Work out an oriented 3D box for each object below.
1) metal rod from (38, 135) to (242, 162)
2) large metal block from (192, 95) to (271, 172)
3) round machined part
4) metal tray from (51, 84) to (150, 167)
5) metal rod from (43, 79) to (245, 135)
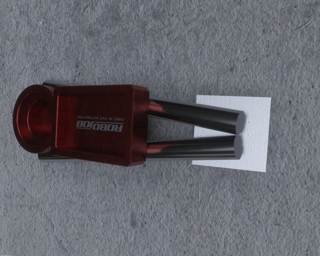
[{"bbox_3d":[-0.048,0.030,0.392,0.300,0.025,0.025,-5,89,32],"label":"metal rod"},{"bbox_3d":[0.086,0.005,0.365,0.080,0.050,0.079,4,91,19],"label":"large metal block"},{"bbox_3d":[-0.165,-0.013,0.452,0.098,0.042,0.097,0,89,30],"label":"round machined part"},{"bbox_3d":[-0.077,-0.006,0.378,0.130,0.030,0.089,4,91,32],"label":"metal tray"},{"bbox_3d":[-0.044,-0.033,0.390,0.300,0.025,0.025,13,94,32],"label":"metal rod"}]
